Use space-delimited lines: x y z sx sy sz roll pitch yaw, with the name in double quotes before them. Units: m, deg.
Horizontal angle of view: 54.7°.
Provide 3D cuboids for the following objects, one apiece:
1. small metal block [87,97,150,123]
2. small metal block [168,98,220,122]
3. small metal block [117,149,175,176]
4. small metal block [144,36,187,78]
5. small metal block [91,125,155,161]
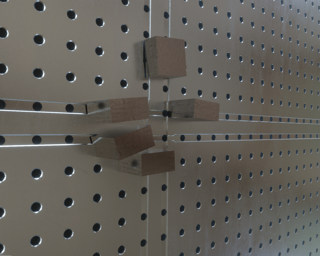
"small metal block" -0.048 -0.020 0.354 0.050 0.050 0.025 -9 96 -40
"small metal block" 0.047 -0.024 0.435 0.050 0.050 0.025 6 86 -40
"small metal block" -0.017 0.040 0.380 0.050 0.050 0.025 -3 92 -40
"small metal block" 0.008 -0.094 0.418 0.050 0.025 0.050 -7 94 -40
"small metal block" -0.043 0.015 0.359 0.050 0.050 0.025 -21 104 -38
